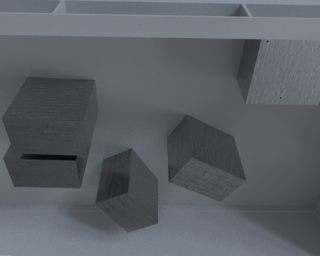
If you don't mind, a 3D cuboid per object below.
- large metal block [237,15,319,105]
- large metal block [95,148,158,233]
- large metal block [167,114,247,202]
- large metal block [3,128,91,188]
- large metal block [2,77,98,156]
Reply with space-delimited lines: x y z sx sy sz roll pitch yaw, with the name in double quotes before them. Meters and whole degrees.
"large metal block" 0.135 -0.072 0.333 0.081 0.050 0.079 1 130 -1
"large metal block" -0.044 0.091 0.450 0.050 0.080 0.080 -22 127 17
"large metal block" 0.058 0.039 0.407 0.080 0.080 0.050 24 126 -20
"large metal block" -0.137 0.029 0.395 0.081 0.080 0.050 2 130 -2
"large metal block" -0.120 -0.015 0.358 0.081 0.080 0.050 2 130 -3
